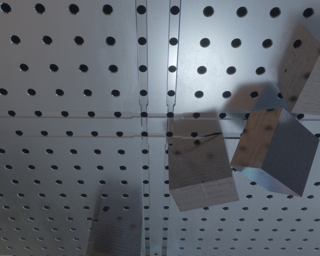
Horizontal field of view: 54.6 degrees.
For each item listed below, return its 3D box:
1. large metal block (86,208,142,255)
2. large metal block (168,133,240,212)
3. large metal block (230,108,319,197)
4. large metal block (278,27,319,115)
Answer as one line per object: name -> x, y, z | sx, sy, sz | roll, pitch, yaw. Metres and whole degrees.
large metal block -> -0.079, 0.197, 0.542 | 0.080, 0.080, 0.050 | 20, 127, -16
large metal block -> 0.058, 0.061, 0.427 | 0.080, 0.080, 0.050 | -14, 129, 12
large metal block -> 0.147, 0.031, 0.394 | 0.080, 0.080, 0.050 | 33, 162, -25
large metal block -> 0.192, -0.060, 0.346 | 0.080, 0.050, 0.080 | 5, 130, -5
